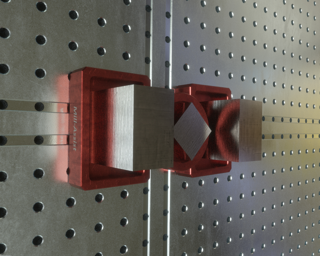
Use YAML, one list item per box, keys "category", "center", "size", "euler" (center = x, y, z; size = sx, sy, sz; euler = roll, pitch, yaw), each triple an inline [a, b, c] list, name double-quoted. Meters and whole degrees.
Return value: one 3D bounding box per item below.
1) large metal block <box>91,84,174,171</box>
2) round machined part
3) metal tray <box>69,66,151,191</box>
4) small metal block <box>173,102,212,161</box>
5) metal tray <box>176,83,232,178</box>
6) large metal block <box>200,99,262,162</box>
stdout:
- category: "large metal block"
  center: [-0.031, 0.000, 0.330]
  size: [0.050, 0.080, 0.080]
  euler: [1, 90, -40]
- category: "round machined part"
  center: [0.015, 0.005, 0.399]
  size: [0.099, 0.042, 0.097]
  euler: [0, 90, -40]
- category: "metal tray"
  center: [-0.055, 0.001, 0.358]
  size: [0.091, 0.030, 0.129]
  euler: [1, 89, -40]
- category: "small metal block"
  center: [0.030, 0.004, 0.381]
  size: [0.050, 0.025, 0.050]
  euler: [52, 60, -27]
- category: "metal tray"
  center: [0.066, 0.003, 0.460]
  size: [0.091, 0.030, 0.129]
  euler: [0, 90, -40]
- category: "large metal block"
  center: [0.093, 0.003, 0.433]
  size: [0.050, 0.080, 0.080]
  euler: [2, 89, -40]
